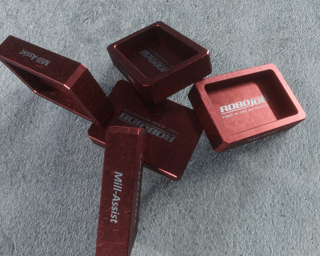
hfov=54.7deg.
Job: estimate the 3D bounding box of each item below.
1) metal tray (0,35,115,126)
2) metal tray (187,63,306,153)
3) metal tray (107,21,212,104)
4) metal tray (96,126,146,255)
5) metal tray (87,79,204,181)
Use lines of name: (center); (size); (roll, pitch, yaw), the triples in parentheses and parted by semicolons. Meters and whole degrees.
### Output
metal tray: (-0.127, -0.057, 0.378); (0.130, 0.090, 0.030); (24, 71, 26)
metal tray: (0.112, -0.029, 0.401); (0.131, 0.030, 0.090); (-16, 70, -22)
metal tray: (-0.005, -0.092, 0.409); (0.090, 0.030, 0.130); (-30, 44, -11)
metal tray: (-0.038, 0.063, 0.331); (0.030, 0.090, 0.129); (5, 91, 2)
metal tray: (-0.015, 0.002, 0.406); (0.130, 0.030, 0.090); (24, 72, 8)
